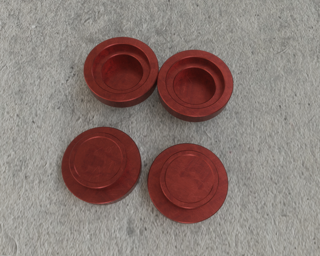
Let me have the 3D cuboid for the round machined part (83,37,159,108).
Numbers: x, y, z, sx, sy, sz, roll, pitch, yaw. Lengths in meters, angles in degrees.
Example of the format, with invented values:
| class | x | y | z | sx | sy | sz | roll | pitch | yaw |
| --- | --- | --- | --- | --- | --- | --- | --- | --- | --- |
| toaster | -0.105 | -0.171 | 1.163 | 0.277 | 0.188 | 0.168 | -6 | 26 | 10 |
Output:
| class | x | y | z | sx | sy | sz | roll | pitch | yaw |
| --- | --- | --- | --- | --- | --- | --- | --- | --- | --- |
| round machined part | -0.051 | -0.072 | 0.425 | 0.099 | 0.042 | 0.098 | 0 | 70 | 0 |

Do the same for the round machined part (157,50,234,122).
| class | x | y | z | sx | sy | sz | roll | pitch | yaw |
| --- | --- | --- | --- | --- | --- | --- | --- | --- | --- |
| round machined part | 0.046 | -0.053 | 0.419 | 0.099 | 0.042 | 0.098 | 0 | 70 | 0 |

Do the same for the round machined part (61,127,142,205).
| class | x | y | z | sx | sy | sz | roll | pitch | yaw |
| --- | --- | --- | --- | --- | --- | --- | --- | --- | --- |
| round machined part | -0.073 | 0.044 | 0.382 | 0.099 | 0.042 | 0.098 | 0 | 70 | 0 |

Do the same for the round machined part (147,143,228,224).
| class | x | y | z | sx | sy | sz | roll | pitch | yaw |
| --- | --- | --- | --- | --- | --- | --- | --- | --- | --- |
| round machined part | 0.034 | 0.065 | 0.375 | 0.099 | 0.042 | 0.098 | 0 | 70 | 0 |
